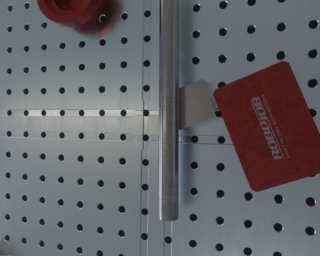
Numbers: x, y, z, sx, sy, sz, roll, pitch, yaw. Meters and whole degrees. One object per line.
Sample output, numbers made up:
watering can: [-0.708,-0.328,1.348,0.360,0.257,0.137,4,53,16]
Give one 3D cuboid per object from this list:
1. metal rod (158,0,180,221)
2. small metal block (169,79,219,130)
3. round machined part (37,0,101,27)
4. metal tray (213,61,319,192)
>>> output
metal rod: [0.011,-0.038,0.382,0.025,0.025,0.298,0,89,20]
small metal block: [0.043,-0.029,0.398,0.050,0.025,0.050,-20,83,18]
round machined part: [-0.125,-0.194,0.448,0.098,0.042,0.097,0,90,20]
metal tray: [0.129,-0.001,0.364,0.090,0.030,0.129,-22,83,18]
